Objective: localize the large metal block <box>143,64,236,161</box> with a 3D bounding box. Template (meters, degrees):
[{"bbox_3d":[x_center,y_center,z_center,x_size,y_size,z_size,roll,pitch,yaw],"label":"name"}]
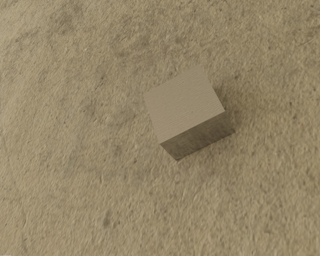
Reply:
[{"bbox_3d":[0.034,-0.019,0.380,0.080,0.050,0.080,-27,53,11],"label":"large metal block"}]
